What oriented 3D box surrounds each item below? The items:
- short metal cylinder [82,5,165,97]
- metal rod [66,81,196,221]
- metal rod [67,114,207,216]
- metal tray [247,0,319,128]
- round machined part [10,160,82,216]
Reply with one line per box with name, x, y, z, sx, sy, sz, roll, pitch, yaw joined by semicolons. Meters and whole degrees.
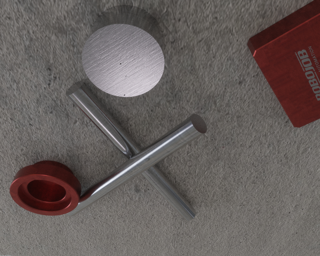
short metal cylinder;-0.036;-0.079;0.323;0.081;0.050;0.079;0;130;0
metal rod;-0.025;0.051;0.450;0.025;0.025;0.300;-24;126;19
metal rod;-0.053;0.066;0.433;0.025;0.025;0.299;33;132;-25
metal tray;0.169;-0.067;0.349;0.090;0.030;0.130;-29;125;22
round machined part;-0.168;0.087;0.468;0.099;0.042;0.097;0;130;0
